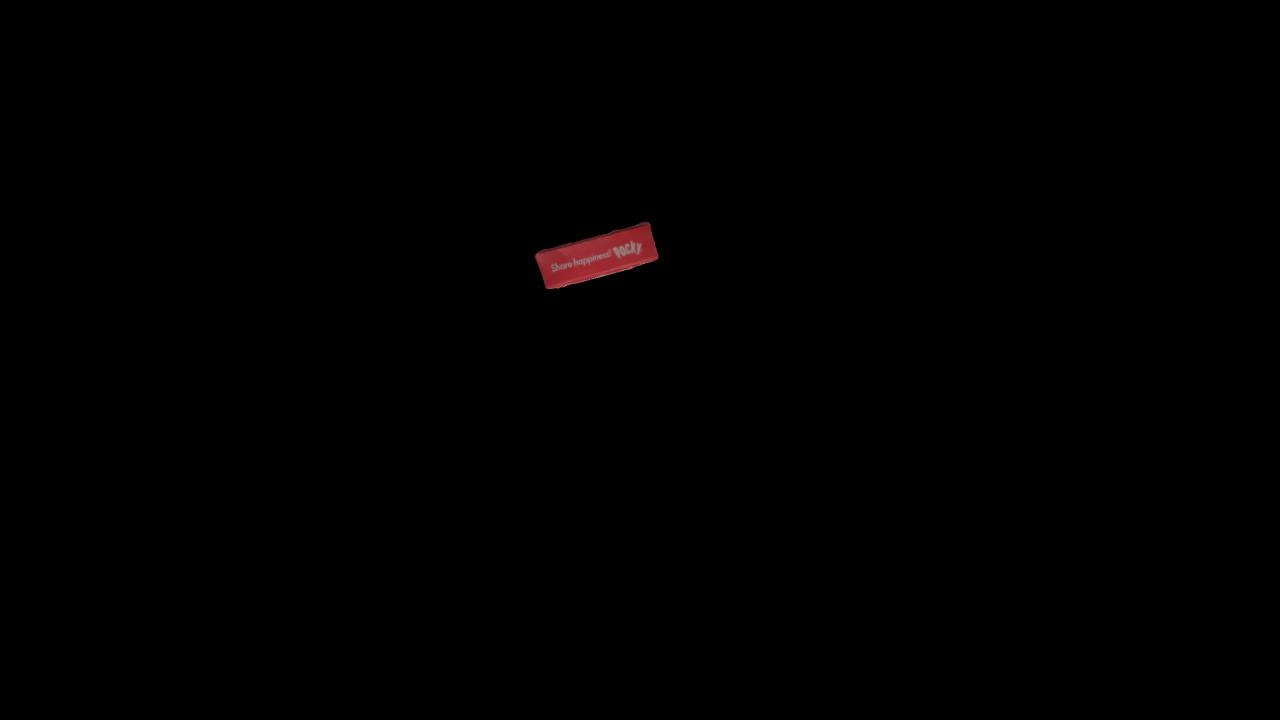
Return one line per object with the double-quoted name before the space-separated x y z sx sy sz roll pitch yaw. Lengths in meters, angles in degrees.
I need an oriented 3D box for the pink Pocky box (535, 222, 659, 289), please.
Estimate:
"pink Pocky box" -0.035 -0.081 0.498 0.084 0.029 0.155 -16 8 -2
